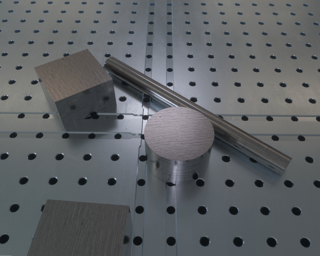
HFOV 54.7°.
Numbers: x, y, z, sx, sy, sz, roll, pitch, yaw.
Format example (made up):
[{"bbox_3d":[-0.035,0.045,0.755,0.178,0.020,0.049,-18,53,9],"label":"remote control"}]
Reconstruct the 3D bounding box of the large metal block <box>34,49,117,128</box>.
[{"bbox_3d":[-0.119,-0.059,0.440,0.081,0.050,0.080,-26,55,-21],"label":"large metal block"}]

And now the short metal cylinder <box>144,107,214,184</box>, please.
[{"bbox_3d":[0.022,0.020,0.374,0.080,0.050,0.080,0,50,0],"label":"short metal cylinder"}]

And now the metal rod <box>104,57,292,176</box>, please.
[{"bbox_3d":[0.036,-0.028,0.430,0.300,0.025,0.025,33,57,24],"label":"metal rod"}]

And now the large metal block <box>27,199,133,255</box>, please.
[{"bbox_3d":[-0.073,0.118,0.292,0.080,0.050,0.080,4,50,3],"label":"large metal block"}]
